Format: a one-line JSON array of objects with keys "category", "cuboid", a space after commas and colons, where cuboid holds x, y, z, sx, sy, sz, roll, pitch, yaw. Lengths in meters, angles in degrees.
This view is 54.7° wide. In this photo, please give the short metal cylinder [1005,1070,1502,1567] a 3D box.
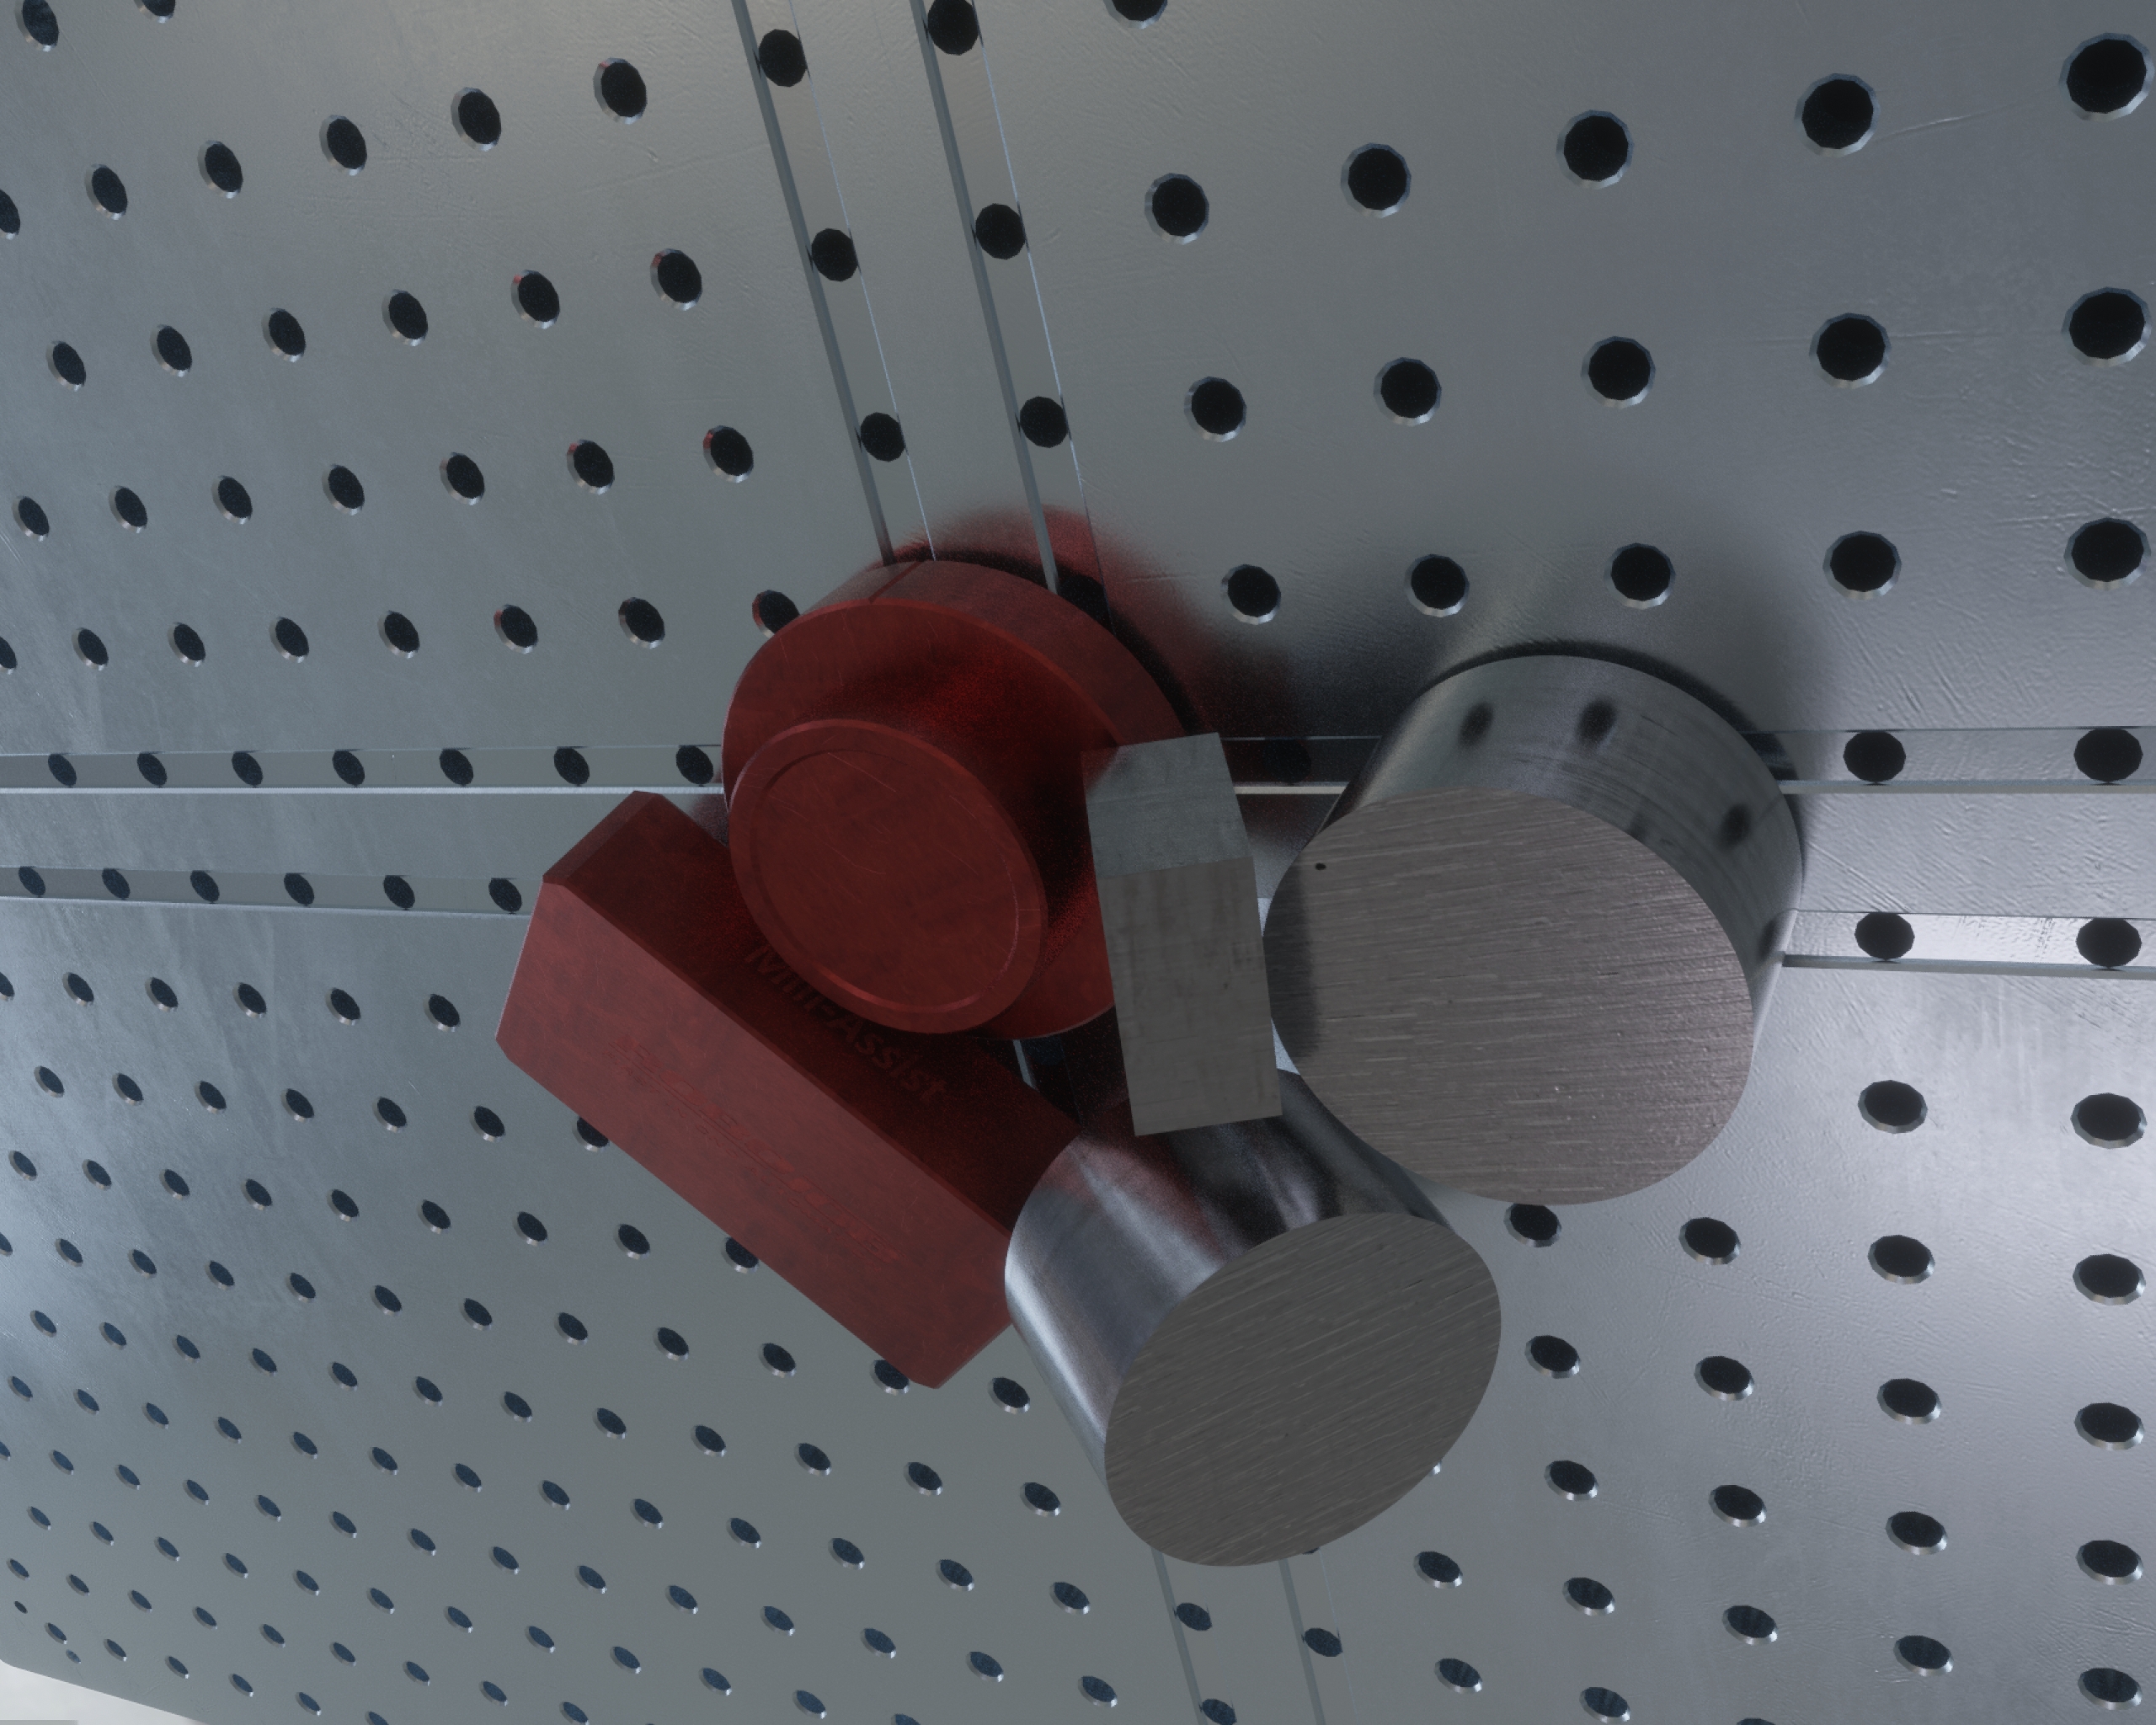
[{"category": "short metal cylinder", "cuboid": [0.033, 0.086, 0.398, 0.050, 0.081, 0.079, -131, 31, -55]}]

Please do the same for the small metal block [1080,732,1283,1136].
[{"category": "small metal block", "cuboid": [0.018, 0.011, 0.364, 0.025, 0.050, 0.050, -8, 117, 1]}]

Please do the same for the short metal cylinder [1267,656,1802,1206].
[{"category": "short metal cylinder", "cuboid": [0.078, 0.011, 0.356, 0.080, 0.050, 0.079, 13, 124, 21]}]

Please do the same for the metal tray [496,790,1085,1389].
[{"category": "metal tray", "cuboid": [-0.062, 0.053, 0.453, 0.130, 0.030, 0.090, 38, 144, 1]}]

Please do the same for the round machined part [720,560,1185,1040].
[{"category": "round machined part", "cuboid": [-0.028, -0.006, 0.406, 0.098, 0.042, 0.097, 13, 124, 21]}]
